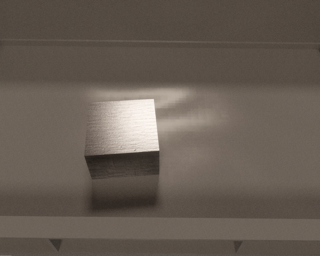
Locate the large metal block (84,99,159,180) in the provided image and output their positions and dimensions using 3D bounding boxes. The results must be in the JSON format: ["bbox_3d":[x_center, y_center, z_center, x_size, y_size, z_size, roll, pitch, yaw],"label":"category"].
[{"bbox_3d":[-0.044,0.013,0.378,0.081,0.050,0.080,-4,50,-4],"label":"large metal block"}]
